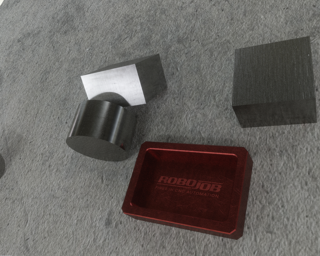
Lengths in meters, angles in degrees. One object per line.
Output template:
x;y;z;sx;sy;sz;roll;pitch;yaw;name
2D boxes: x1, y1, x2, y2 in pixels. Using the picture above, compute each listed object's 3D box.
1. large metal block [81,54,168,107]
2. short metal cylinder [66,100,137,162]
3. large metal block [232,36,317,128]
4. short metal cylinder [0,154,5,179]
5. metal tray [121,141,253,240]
-0.046;-0.063;0.425;0.080;0.050;0.080;-7;18;24;large metal block
-0.075;0.006;0.404;0.080;0.080;0.050;-2;61;27;short metal cylinder
0.129;-0.049;0.351;0.080;0.050;0.080;-5;60;26;large metal block
-0.296;0.056;0.490;0.050;0.080;0.080;33;80;38;short metal cylinder
0.030;0.064;0.345;0.130;0.030;0.090;2;62;29;metal tray
